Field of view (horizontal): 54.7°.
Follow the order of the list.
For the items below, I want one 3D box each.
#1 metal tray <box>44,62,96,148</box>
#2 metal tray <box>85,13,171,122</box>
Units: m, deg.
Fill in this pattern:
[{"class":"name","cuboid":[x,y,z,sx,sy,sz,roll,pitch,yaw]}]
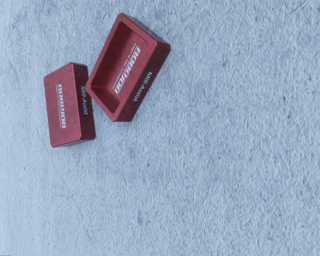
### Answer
[{"class":"metal tray","cuboid":[-0.157,-0.037,0.531,0.090,0.030,0.129,-14,81,39]},{"class":"metal tray","cuboid":[-0.051,-0.084,0.443,0.090,0.030,0.129,46,117,30]}]
